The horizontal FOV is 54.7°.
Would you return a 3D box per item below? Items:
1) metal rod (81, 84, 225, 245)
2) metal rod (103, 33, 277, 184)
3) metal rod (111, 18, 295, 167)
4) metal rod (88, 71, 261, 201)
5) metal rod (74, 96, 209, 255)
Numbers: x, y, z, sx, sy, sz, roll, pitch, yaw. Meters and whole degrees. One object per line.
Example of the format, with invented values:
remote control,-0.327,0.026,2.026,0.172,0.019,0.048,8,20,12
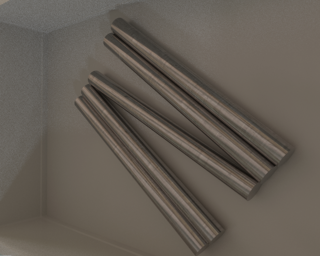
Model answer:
metal rod,-0.026,0.032,0.427,0.300,0.025,0.025,46,117,30
metal rod,0.018,-0.042,0.390,0.300,0.025,0.025,44,117,31
metal rod,0.031,-0.061,0.380,0.300,0.025,0.025,44,117,31
metal rod,-0.002,-0.007,0.407,0.300,0.025,0.025,36,112,34
metal rod,-0.040,0.049,0.438,0.300,0.025,0.025,46,117,30
